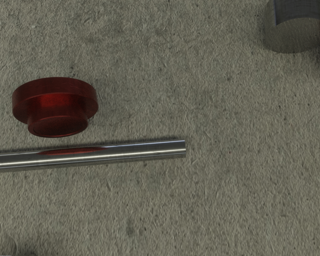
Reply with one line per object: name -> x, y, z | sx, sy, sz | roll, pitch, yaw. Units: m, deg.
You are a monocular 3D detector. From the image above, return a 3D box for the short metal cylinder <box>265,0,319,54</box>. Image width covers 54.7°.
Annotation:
short metal cylinder -> 0.189, -0.148, 0.435 | 0.080, 0.080, 0.050 | 4, 70, 1

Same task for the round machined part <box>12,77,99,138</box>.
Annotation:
round machined part -> -0.124, -0.019, 0.375 | 0.099, 0.098, 0.042 | -11, 71, -4

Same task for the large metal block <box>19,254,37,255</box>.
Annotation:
large metal block -> -0.155, 0.193, 0.323 | 0.080, 0.050, 0.080 | -35, 74, -12

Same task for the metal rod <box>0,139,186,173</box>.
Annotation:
metal rod -> -0.119, 0.038, 0.393 | 0.302, 0.025, 0.025 | -4, 70, -2
